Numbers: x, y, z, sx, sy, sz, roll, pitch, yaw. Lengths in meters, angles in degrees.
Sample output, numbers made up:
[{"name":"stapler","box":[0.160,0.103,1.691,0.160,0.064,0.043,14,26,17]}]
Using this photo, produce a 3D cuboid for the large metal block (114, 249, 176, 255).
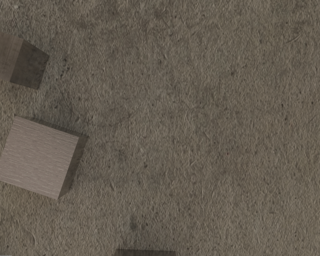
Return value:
[{"name":"large metal block","box":[-0.020,0.191,0.382,0.081,0.080,0.050,2,90,0]}]

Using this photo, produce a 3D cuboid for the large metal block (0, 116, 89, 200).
[{"name":"large metal block","box":[-0.148,0.036,0.396,0.080,0.050,0.080,19,90,0]}]

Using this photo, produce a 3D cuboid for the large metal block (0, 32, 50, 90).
[{"name":"large metal block","box":[-0.196,-0.087,0.381,0.080,0.080,0.050,18,90,0]}]
